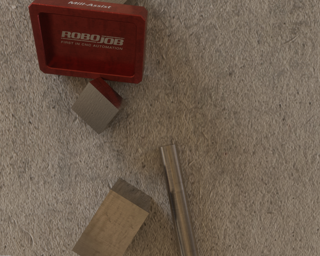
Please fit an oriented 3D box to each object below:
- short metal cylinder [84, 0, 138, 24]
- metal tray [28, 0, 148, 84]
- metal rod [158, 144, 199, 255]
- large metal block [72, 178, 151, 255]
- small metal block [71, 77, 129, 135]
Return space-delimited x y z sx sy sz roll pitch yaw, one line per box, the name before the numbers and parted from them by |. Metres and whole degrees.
short metal cylinder | -0.070 -0.180 0.396 0.081 0.050 0.079 0 90 -1
metal tray | -0.084 -0.106 0.380 0.131 0.030 0.089 6 131 -1
metal rod | 0.039 0.169 0.410 0.025 0.025 0.298 -11 90 0
large metal block | -0.055 0.114 0.382 0.050 0.080 0.080 32 90 -1
small metal block | -0.078 -0.028 0.398 0.050 0.025 0.050 44 122 -1
